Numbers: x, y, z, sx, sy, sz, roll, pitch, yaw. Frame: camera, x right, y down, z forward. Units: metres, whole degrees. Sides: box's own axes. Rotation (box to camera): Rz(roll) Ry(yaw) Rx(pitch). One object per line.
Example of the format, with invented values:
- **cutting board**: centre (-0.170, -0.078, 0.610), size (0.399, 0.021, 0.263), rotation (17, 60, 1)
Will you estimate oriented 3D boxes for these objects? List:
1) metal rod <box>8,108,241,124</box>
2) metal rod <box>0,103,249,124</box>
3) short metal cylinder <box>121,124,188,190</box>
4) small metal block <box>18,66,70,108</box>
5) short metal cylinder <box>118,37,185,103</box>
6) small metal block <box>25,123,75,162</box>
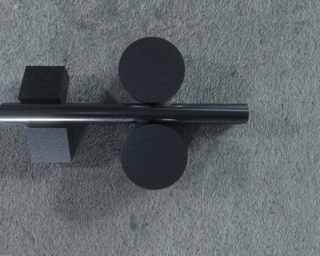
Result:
- **metal rod**: centre (-0.044, -0.018, 0.411), size (0.302, 0.025, 0.025), rotation (0, 90, 0)
- **metal rod**: centre (-0.043, -0.018, 0.386), size (0.302, 0.025, 0.025), rotation (0, 90, 0)
- **short metal cylinder**: centre (-0.007, 0.035, 0.398), size (0.081, 0.050, 0.079), rotation (0, 90, 0)
- **small metal block**: centre (-0.148, -0.053, 0.400), size (0.050, 0.025, 0.050), rotation (0, 63, 0)
- **short metal cylinder**: centre (-0.010, -0.071, 0.398), size (0.081, 0.050, 0.079), rotation (0, 90, 0)
- **small metal block**: centre (-0.140, 0.016, 0.400), size (0.050, 0.025, 0.050), rotation (0, 117, -1)
